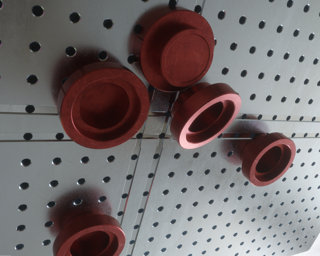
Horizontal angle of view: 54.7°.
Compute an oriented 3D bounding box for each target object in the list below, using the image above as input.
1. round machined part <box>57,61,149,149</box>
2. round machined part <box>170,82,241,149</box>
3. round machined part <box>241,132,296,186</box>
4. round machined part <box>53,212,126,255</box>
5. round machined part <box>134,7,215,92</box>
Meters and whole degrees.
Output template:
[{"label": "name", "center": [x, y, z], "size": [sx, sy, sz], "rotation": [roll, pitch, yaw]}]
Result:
[{"label": "round machined part", "center": [-0.065, -0.028, 0.348], "size": [0.099, 0.042, 0.097], "rotation": [-14, 125, -21]}, {"label": "round machined part", "center": [0.054, -0.021, 0.406], "size": [0.099, 0.042, 0.097], "rotation": [-26, 148, -18]}, {"label": "round machined part", "center": [0.180, 0.049, 0.532], "size": [0.099, 0.042, 0.097], "rotation": [-14, 125, -21]}, {"label": "round machined part", "center": [-0.103, 0.161, 0.445], "size": [0.099, 0.042, 0.097], "rotation": [-14, 124, -21]}, {"label": "round machined part", "center": [0.023, -0.086, 0.361], "size": [0.099, 0.042, 0.097], "rotation": [-14, 125, -21]}]
